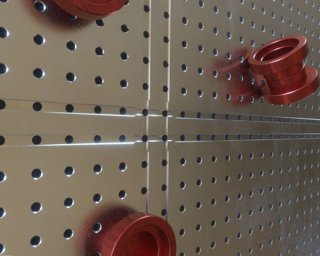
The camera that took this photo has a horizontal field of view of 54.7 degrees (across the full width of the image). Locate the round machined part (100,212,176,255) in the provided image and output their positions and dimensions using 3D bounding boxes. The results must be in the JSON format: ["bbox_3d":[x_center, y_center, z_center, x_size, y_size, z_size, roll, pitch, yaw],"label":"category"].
[{"bbox_3d":[-0.030,0.151,0.375,0.099,0.042,0.097,0,90,-40],"label":"round machined part"}]

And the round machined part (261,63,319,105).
[{"bbox_3d":[0.230,-0.087,0.558,0.098,0.098,0.042,-46,118,-31],"label":"round machined part"}]

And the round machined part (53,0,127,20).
[{"bbox_3d":[-0.082,-0.165,0.330,0.099,0.042,0.097,0,90,-40],"label":"round machined part"}]

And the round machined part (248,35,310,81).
[{"bbox_3d":[0.209,-0.118,0.540,0.098,0.098,0.042,-46,118,-30],"label":"round machined part"}]
